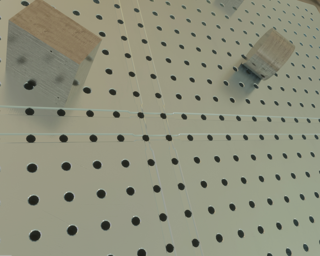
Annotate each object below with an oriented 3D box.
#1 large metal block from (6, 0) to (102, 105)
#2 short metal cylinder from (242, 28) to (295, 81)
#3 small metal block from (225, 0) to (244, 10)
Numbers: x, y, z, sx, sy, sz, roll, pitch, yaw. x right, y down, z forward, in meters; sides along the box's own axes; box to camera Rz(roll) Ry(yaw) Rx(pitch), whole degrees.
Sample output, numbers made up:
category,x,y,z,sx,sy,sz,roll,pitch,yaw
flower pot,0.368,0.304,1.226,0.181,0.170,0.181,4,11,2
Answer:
category,x,y,z,sx,sy,sz,roll,pitch,yaw
large metal block,-0.124,-0.085,0.358,0.080,0.080,0.050,32,51,-8
short metal cylinder,0.196,-0.133,0.562,0.050,0.080,0.080,38,51,-4
small metal block,0.163,-0.295,0.679,0.050,0.025,0.050,36,51,-5
